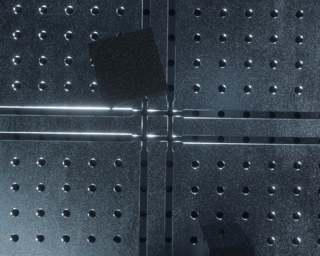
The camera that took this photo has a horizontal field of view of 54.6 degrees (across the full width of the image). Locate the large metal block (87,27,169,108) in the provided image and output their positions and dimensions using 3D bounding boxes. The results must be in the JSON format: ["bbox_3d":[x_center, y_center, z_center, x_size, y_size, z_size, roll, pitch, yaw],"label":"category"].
[{"bbox_3d":[-0.039,-0.074,0.401,0.080,0.050,0.080,-15,90,0],"label":"large metal block"}]

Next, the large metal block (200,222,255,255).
[{"bbox_3d":[0.084,0.172,0.387,0.050,0.080,0.080,-5,90,0],"label":"large metal block"}]
